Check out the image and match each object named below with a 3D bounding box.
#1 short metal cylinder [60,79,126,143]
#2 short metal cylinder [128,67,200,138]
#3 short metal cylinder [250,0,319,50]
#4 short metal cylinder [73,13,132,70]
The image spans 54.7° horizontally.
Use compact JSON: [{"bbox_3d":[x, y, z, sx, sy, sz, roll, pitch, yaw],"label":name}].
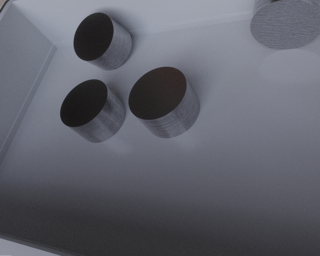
[{"bbox_3d":[-0.098,-0.025,0.456,0.080,0.050,0.080,-13,56,21],"label":"short metal cylinder"},{"bbox_3d":[0.006,-0.033,0.407,0.080,0.050,0.080,-13,56,21],"label":"short metal cylinder"},{"bbox_3d":[0.154,-0.141,0.376,0.080,0.080,0.050,1,62,29],"label":"short metal cylinder"},{"bbox_3d":[-0.094,-0.141,0.510,0.080,0.050,0.080,-5,79,27],"label":"short metal cylinder"}]
